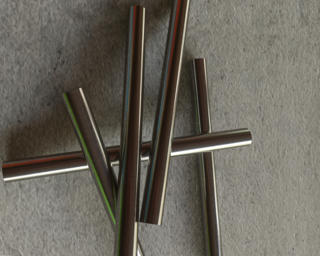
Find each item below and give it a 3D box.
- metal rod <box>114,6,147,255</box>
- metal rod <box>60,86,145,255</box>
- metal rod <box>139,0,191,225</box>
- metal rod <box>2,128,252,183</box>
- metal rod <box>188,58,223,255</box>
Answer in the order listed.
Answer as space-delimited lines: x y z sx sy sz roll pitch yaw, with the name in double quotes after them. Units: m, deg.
-0.033 -0.006 0.363 0.025 0.025 0.299 7 75 -20 "metal rod"
-0.050 0.097 0.364 0.025 0.025 0.298 -23 108 -19 "metal rod"
0.010 -0.037 0.381 0.025 0.025 0.299 14 73 -20 "metal rod"
-0.027 0.030 0.383 0.302 0.025 0.025 -7 93 -14 "metal rod"
0.065 0.054 0.434 0.025 0.025 0.298 -6 92 -20 "metal rod"
